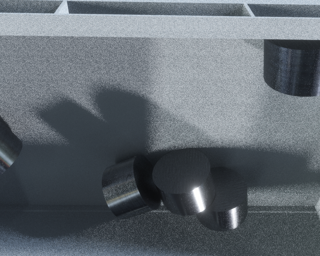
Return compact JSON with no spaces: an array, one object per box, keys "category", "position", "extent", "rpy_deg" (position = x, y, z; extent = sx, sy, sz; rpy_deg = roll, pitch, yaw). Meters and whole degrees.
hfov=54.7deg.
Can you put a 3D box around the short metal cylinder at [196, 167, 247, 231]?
[{"category":"short metal cylinder","position":[0.089,0.105,0.463],"extent":[0.080,0.080,0.050],"rpy_deg":[-8,130,7]}]

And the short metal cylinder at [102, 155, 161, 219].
[{"category":"short metal cylinder","position":[-0.039,0.085,0.444],"extent":[0.050,0.080,0.080],"rpy_deg":[-22,127,18]}]

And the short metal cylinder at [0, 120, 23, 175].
[{"category":"short metal cylinder","position":[-0.226,0.027,0.393],"extent":[0.080,0.080,0.050],"rpy_deg":[-19,128,15]}]

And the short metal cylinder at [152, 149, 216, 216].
[{"category":"short metal cylinder","position":[0.035,0.075,0.437],"extent":[0.080,0.080,0.050],"rpy_deg":[-11,129,9]}]

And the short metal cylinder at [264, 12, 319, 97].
[{"category":"short metal cylinder","position":[0.146,-0.075,0.310],"extent":[0.080,0.080,0.050],"rpy_deg":[-9,130,7]}]
